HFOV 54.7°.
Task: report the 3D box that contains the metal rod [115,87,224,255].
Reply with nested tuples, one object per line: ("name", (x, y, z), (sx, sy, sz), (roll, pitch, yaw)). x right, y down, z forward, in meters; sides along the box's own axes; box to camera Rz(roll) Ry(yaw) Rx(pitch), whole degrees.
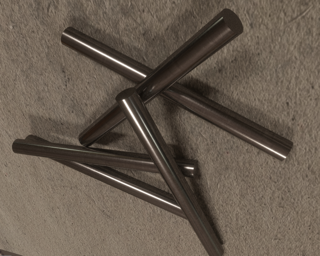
("metal rod", (0.025, 0.078, 0.406), (0.025, 0.025, 0.299), (-8, 125, 31))

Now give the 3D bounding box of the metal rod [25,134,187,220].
("metal rod", (-0.091, 0.074, 0.498), (0.301, 0.025, 0.025), (20, 126, 15))

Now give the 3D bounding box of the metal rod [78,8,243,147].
("metal rod", (-0.026, -0.036, 0.366), (0.025, 0.025, 0.299), (50, 138, -8))

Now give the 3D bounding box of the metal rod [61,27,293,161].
("metal rod", (0.012, -0.045, 0.370), (0.301, 0.025, 0.025), (29, 128, 9))

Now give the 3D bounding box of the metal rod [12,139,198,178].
("metal rod", (-0.094, 0.043, 0.464), (0.301, 0.025, 0.025), (5, 121, 19))
